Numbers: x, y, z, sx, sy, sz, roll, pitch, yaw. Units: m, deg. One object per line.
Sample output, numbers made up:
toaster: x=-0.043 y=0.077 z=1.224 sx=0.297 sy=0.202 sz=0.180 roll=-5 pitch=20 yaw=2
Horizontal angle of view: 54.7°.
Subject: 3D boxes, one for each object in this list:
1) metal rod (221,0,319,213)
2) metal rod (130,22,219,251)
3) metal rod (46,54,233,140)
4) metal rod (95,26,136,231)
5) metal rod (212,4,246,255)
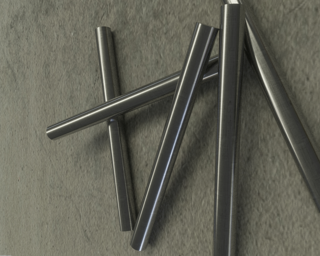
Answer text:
metal rod: x=0.106 y=-0.064 z=0.316 sx=0.025 sy=0.025 sz=0.299 roll=-30 pitch=71 yaw=35
metal rod: x=0.010 y=0.028 z=0.372 sx=0.025 sy=0.025 sz=0.298 roll=33 pitch=117 yaw=35
metal rod: x=-0.045 y=-0.033 z=0.413 sx=0.300 sy=0.025 sz=0.025 roll=-18 pitch=79 yaw=30
metal rod: x=-0.065 y=-0.003 z=0.456 sx=0.025 sy=0.025 sz=0.298 roll=-14 pitch=81 yaw=39
metal rod: x=0.071 y=0.027 z=0.327 sx=0.025 sy=0.025 sz=0.298 roll=6 pitch=99 yaw=39
